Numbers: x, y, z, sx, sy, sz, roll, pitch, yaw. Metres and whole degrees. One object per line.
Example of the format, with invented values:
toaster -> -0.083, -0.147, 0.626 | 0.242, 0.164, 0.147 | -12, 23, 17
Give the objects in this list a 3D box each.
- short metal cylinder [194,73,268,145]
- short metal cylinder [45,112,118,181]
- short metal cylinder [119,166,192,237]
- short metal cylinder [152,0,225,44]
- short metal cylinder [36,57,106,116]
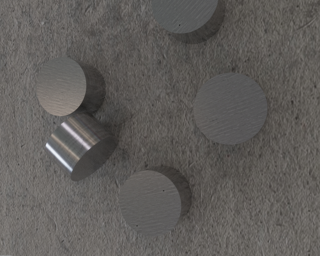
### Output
short metal cylinder -> 0.085, -0.021, 0.366 | 0.080, 0.050, 0.080 | 0, 90, 20
short metal cylinder -> -0.104, 0.025, 0.416 | 0.050, 0.080, 0.080 | 41, 103, 15
short metal cylinder -> -0.004, 0.091, 0.397 | 0.080, 0.050, 0.080 | 0, 90, 20
short metal cylinder -> 0.036, -0.150, 0.383 | 0.080, 0.050, 0.080 | 0, 90, 20
short metal cylinder -> -0.125, -0.056, 0.440 | 0.080, 0.050, 0.080 | 0, 90, 20
